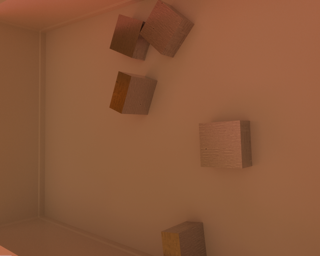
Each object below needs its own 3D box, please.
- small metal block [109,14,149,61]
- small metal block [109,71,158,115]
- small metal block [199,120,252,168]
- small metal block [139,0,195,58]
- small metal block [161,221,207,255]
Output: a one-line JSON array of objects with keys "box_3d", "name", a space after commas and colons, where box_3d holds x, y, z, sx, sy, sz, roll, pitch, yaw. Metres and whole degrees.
[{"box_3d": [-0.040, -0.128, 0.437, 0.050, 0.025, 0.050, 30, 109, 35], "name": "small metal block"}, {"box_3d": [-0.035, -0.046, 0.418, 0.025, 0.050, 0.050, 27, 107, 36], "name": "small metal block"}, {"box_3d": [0.073, 0.018, 0.346, 0.050, 0.025, 0.050, -4, 88, 39], "name": "small metal block"}, {"box_3d": [0.008, -0.127, 0.399, 0.050, 0.025, 0.050, 49, 119, 28], "name": "small metal block"}, {"box_3d": [0.030, 0.142, 0.365, 0.025, 0.050, 0.050, -10, 84, 39], "name": "small metal block"}]
